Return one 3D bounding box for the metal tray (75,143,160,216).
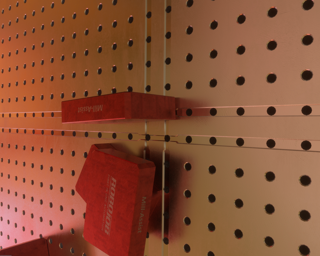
[{"bbox_3d":[-0.068,0.093,0.460,0.130,0.030,0.089,38,113,33],"label":"metal tray"}]

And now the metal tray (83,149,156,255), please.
[{"bbox_3d":[-0.057,0.100,0.411,0.090,0.030,0.129,13,98,39],"label":"metal tray"}]

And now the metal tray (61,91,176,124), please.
[{"bbox_3d":[-0.056,-0.023,0.411,0.130,0.091,0.030,-3,89,39],"label":"metal tray"}]

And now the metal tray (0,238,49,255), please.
[{"bbox_3d":[-0.247,0.279,0.567,0.030,0.091,0.129,-22,76,38],"label":"metal tray"}]
